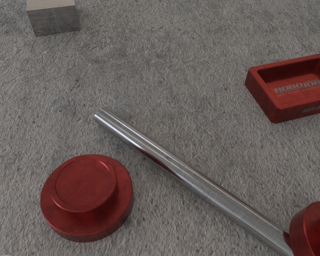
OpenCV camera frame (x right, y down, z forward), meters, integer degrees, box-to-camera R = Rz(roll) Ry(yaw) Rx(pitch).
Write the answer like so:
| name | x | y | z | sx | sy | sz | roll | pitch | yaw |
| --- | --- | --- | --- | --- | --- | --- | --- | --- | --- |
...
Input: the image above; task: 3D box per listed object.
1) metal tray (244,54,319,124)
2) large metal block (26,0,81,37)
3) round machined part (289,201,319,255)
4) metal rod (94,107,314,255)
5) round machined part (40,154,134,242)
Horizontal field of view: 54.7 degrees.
| name | x | y | z | sx | sy | sz | roll | pitch | yaw |
| --- | --- | --- | --- | --- | --- | --- | --- | --- | --- |
| metal tray | 0.204 | -0.061 | 0.452 | 0.131 | 0.030 | 0.090 | -13 | 51 | -11 |
| large metal block | -0.194 | -0.217 | 0.568 | 0.081 | 0.050 | 0.080 | -11 | 51 | -9 |
| round machined part | 0.172 | 0.109 | 0.279 | 0.099 | 0.042 | 0.098 | 17 | 43 | -16 |
| metal rod | 0.035 | 0.057 | 0.355 | 0.300 | 0.025 | 0.025 | 33 | 57 | 24 |
| round machined part | -0.079 | 0.068 | 0.335 | 0.099 | 0.042 | 0.098 | 0 | 50 | 0 |
